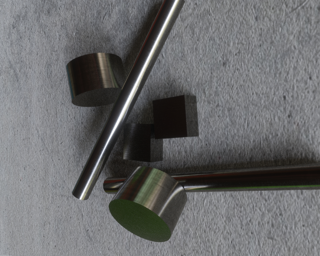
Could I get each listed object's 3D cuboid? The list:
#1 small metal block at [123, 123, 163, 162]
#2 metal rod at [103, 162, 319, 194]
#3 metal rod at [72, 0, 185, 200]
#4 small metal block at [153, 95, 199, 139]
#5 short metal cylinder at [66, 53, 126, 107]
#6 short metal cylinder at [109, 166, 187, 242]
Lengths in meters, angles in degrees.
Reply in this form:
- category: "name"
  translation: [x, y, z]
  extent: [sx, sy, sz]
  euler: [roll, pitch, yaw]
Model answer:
- category: "small metal block"
  translation: [-0.023, 0.019, 0.424]
  extent: [0.050, 0.025, 0.050]
  euler: [1, 91, 40]
- category: "metal rod"
  translation: [0.038, 0.065, 0.373]
  extent: [0.300, 0.025, 0.025]
  euler: [-11, 83, 39]
- category: "metal rod"
  translation: [-0.047, -0.034, 0.417]
  extent: [0.025, 0.025, 0.298]
  euler: [35, 103, 34]
- category: "small metal block"
  translation: [0.019, -0.012, 0.389]
  extent: [0.050, 0.025, 0.050]
  euler: [-6, 86, 39]
- category: "short metal cylinder"
  translation: [-0.089, -0.066, 0.443]
  extent: [0.080, 0.081, 0.050]
  euler: [-21, 77, 38]
- category: "short metal cylinder"
  translation: [-0.014, 0.092, 0.374]
  extent: [0.080, 0.050, 0.080]
  euler: [17, 137, 17]
